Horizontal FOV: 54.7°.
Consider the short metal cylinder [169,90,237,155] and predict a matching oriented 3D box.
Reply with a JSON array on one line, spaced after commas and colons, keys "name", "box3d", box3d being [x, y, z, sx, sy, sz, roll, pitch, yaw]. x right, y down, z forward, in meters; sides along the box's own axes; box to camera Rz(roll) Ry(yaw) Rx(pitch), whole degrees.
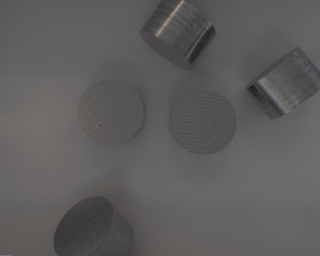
[{"name": "short metal cylinder", "box3d": [0.053, -0.007, 0.399, 0.081, 0.050, 0.080, 0, 90, 0]}]

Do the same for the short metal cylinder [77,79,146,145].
[{"name": "short metal cylinder", "box3d": [-0.060, -0.019, 0.398, 0.081, 0.050, 0.080, 0, 90, 0]}]

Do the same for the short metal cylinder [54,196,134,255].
[{"name": "short metal cylinder", "box3d": [-0.079, 0.131, 0.376, 0.080, 0.080, 0.050, -31, 127, 0]}]

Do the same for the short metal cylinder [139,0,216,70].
[{"name": "short metal cylinder", "box3d": [0.022, -0.115, 0.384, 0.080, 0.080, 0.050, 35, 90, 0]}]

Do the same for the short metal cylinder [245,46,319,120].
[{"name": "short metal cylinder", "box3d": [0.154, -0.055, 0.385, 0.080, 0.080, 0.050, -39, 90, 0]}]
